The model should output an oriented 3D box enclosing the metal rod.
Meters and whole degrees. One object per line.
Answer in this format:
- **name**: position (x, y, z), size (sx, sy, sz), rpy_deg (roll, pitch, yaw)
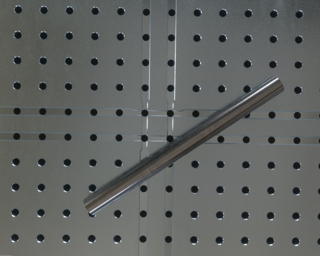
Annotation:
- **metal rod**: position (0.032, 0.023, 0.413), size (0.301, 0.025, 0.025), rpy_deg (-33, 90, 0)
